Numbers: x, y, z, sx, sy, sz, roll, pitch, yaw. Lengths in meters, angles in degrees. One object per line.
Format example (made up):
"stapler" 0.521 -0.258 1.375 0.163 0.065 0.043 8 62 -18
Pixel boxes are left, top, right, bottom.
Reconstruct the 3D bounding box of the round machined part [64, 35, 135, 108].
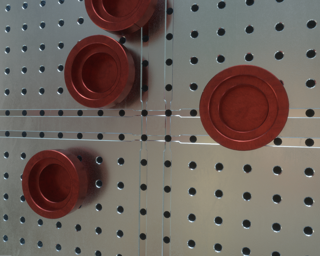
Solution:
"round machined part" -0.079 -0.075 0.430 0.098 0.042 0.097 0 90 19

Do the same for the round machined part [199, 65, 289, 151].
"round machined part" 0.099 -0.023 0.368 0.098 0.042 0.097 0 90 19

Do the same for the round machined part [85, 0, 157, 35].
"round machined part" -0.049 -0.174 0.420 0.098 0.042 0.097 0 90 19

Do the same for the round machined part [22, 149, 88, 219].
"round machined part" -0.148 0.079 0.454 0.098 0.042 0.097 0 90 19
